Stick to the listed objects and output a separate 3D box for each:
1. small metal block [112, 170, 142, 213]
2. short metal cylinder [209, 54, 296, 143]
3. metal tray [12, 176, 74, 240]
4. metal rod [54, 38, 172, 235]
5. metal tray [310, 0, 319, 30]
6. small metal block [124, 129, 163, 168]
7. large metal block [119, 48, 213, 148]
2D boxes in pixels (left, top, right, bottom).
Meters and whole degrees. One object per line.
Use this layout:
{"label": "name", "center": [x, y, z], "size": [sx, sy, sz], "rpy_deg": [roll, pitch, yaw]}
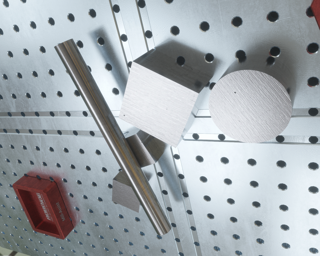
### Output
{"label": "small metal block", "center": [-0.049, 0.102, 0.500], "size": [0.050, 0.025, 0.050], "rpy_deg": [20, 126, 16]}
{"label": "short metal cylinder", "center": [0.097, -0.031, 0.324], "size": [0.080, 0.050, 0.079], "rpy_deg": [13, 124, 21]}
{"label": "metal tray", "center": [-0.238, 0.163, 0.634], "size": [0.090, 0.030, 0.129], "rpy_deg": [4, 121, 26]}
{"label": "metal rod", "center": [-0.056, 0.024, 0.423], "size": [0.025, 0.025, 0.299], "rpy_deg": [-14, 111, 34]}
{"label": "metal tray", "center": [0.202, -0.093, 0.243], "size": [0.130, 0.030, 0.090], "rpy_deg": [-20, 108, 35]}
{"label": "small metal block", "center": [-0.032, 0.030, 0.447], "size": [0.050, 0.025, 0.050], "rpy_deg": [-22, 107, 36]}
{"label": "large metal block", "center": [0.005, -0.036, 0.370], "size": [0.080, 0.050, 0.079], "rpy_deg": [28, 128, 10]}
